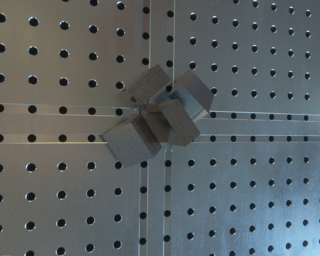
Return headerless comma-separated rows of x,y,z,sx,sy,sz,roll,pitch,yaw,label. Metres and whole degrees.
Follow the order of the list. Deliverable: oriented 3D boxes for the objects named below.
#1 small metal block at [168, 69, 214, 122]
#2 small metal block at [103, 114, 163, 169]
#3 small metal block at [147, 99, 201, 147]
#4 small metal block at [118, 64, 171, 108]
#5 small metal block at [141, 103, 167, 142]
0.043,-0.044,0.414,0.050,0.025,0.050,44,36,-15,small metal block
-0.034,0.017,0.384,0.050,0.050,0.025,58,36,-11,small metal block
0.016,-0.006,0.378,0.025,0.050,0.050,-38,103,-17,small metal block
-0.021,-0.051,0.391,0.050,0.050,0.025,-43,104,-15,small metal block
0.002,-0.006,0.413,0.050,0.025,0.050,1,90,-21,small metal block
